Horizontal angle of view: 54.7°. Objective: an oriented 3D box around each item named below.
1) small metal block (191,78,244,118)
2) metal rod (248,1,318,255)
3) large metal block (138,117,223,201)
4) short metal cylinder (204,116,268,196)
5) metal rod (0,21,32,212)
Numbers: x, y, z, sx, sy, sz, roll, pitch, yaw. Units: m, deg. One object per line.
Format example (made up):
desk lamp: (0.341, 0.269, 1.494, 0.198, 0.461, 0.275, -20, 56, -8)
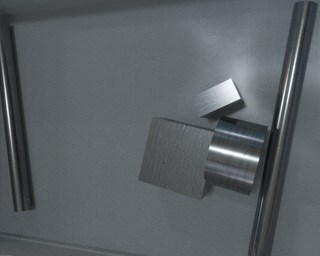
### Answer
small metal block: (0.070, -0.034, 0.372, 0.050, 0.050, 0.025, -25, 82, 18)
metal rod: (0.142, 0.007, 0.360, 0.025, 0.025, 0.298, 11, 93, 19)
large metal block: (0.027, 0.035, 0.387, 0.080, 0.050, 0.079, 14, 95, 19)
short metal cylinder: (0.087, 0.031, 0.350, 0.050, 0.080, 0.079, 15, 95, 19)
metal rod: (-0.235, -0.019, 0.491, 0.025, 0.025, 0.298, -9, 87, 19)
